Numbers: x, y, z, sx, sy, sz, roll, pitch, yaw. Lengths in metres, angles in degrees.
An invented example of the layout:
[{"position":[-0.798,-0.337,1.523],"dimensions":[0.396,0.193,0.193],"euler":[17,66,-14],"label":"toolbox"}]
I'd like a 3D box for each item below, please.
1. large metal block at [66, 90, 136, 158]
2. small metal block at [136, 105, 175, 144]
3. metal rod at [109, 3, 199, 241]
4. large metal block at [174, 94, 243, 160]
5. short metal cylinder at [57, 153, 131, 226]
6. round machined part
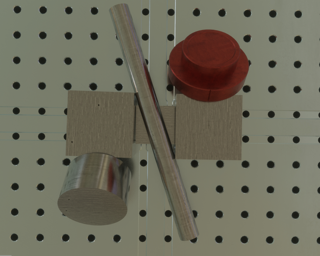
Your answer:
[{"position":[-0.073,-0.005,0.401],"dimensions":[0.081,0.050,0.079],"euler":[2,90,0],"label":"large metal block"},{"position":[-0.006,-0.004,0.414],"dimensions":[0.050,0.025,0.050],"euler":[1,90,0],"label":"small metal block"},{"position":[-0.007,-0.007,0.387],"dimensions":[0.025,0.025,0.298],"euler":[-17,90,0],"label":"metal rod"},{"position":[0.060,-0.001,0.402],"dimensions":[0.081,0.050,0.079],"euler":[1,90,0],"label":"large metal block"},{"position":[-0.078,0.076,0.379],"dimensions":[0.080,0.050,0.079],"euler":[1,133,1],"label":"short metal cylinder"},{"position":[0.060,-0.083,0.381],"dimensions":[0.099,0.042,0.098],"euler":[1,55,-1],"label":"round machined part"}]
